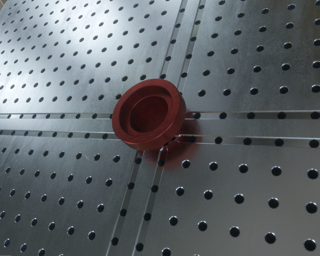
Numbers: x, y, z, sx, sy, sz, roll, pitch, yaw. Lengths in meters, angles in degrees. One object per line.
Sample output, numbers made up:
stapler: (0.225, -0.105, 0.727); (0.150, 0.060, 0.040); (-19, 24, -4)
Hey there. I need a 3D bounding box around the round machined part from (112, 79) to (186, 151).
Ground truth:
round machined part: (-0.011, -0.014, 0.412); (0.098, 0.042, 0.098); (-13, 56, 21)
